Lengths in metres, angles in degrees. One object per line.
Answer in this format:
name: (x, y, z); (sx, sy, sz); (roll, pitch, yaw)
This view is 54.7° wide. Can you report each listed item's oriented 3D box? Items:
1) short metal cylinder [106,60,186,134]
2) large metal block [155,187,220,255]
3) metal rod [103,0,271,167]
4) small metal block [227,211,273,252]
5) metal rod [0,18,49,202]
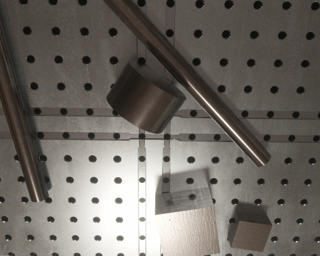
short metal cylinder: (-0.016, -0.037, 0.370); (0.080, 0.080, 0.050); (32, 107, -11)
large metal block: (0.039, 0.139, 0.452); (0.080, 0.050, 0.079); (-9, 110, 3)
metal rod: (0.041, -0.058, 0.392); (0.025, 0.025, 0.300); (-41, 106, 13)
small metal block: (0.137, 0.158, 0.474); (0.050, 0.025, 0.050); (9, 110, -4)
metal rod: (-0.190, -0.039, 0.396); (0.025, 0.025, 0.298); (-6, 110, 2)
